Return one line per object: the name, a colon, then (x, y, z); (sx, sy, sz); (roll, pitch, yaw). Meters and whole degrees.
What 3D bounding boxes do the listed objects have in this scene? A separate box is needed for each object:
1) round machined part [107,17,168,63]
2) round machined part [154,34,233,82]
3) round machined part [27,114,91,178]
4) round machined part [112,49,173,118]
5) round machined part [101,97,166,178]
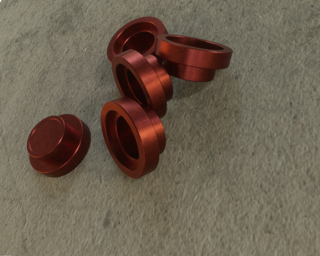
round machined part: (-0.029, -0.122, 0.482); (0.098, 0.042, 0.098); (-13, 56, 20)
round machined part: (0.041, -0.090, 0.403); (0.098, 0.099, 0.042); (31, 121, 37)
round machined part: (-0.156, 0.021, 0.460); (0.098, 0.042, 0.098); (-13, 56, 20)
round machined part: (-0.019, -0.057, 0.406); (0.042, 0.097, 0.098); (-31, 48, -20)
round machined part: (-0.030, 0.009, 0.379); (0.042, 0.097, 0.098); (-22, 43, -32)
